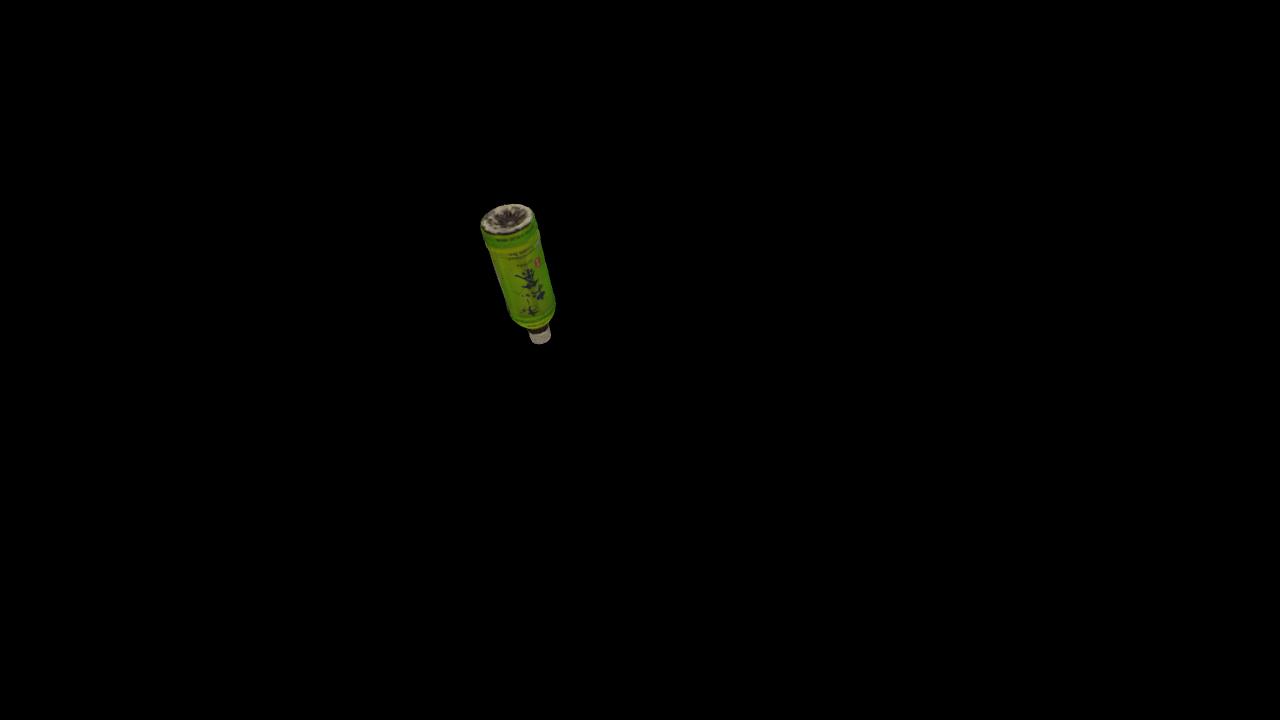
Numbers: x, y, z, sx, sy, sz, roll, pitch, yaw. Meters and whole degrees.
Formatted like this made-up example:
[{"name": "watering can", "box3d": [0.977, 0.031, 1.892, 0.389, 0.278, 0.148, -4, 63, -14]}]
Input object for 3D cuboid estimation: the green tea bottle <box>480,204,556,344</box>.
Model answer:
[{"name": "green tea bottle", "box3d": [-0.156, -0.105, 0.832, 0.073, 0.073, 0.212, 0, -41, 5]}]
